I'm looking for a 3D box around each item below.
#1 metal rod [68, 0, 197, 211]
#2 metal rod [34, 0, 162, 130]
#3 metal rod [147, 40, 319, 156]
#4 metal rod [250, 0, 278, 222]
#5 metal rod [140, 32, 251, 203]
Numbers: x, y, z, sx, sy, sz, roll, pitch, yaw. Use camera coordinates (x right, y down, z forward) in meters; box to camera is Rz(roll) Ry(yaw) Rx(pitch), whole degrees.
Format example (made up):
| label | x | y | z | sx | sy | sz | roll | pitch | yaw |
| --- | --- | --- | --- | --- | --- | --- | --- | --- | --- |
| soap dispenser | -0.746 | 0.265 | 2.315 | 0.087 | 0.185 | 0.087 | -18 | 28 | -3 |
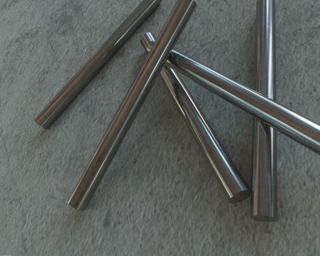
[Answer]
| label | x | y | z | sx | sy | sz | roll | pitch | yaw |
| --- | --- | --- | --- | --- | --- | --- | --- | --- | --- |
| metal rod | -0.036 | -0.032 | 0.398 | 0.025 | 0.025 | 0.299 | 29 | 90 | 37 |
| metal rod | -0.101 | -0.119 | 0.527 | 0.025 | 0.025 | 0.300 | 34 | 80 | 38 |
| metal rod | 0.083 | -0.041 | 0.351 | 0.025 | 0.025 | 0.300 | -47 | 52 | -5 |
| metal rod | 0.124 | -0.044 | 0.365 | 0.025 | 0.025 | 0.299 | -4 | 60 | 26 |
| metal rod | 0.031 | -0.037 | 0.408 | 0.025 | 0.025 | 0.300 | -31 | 52 | 8 |
